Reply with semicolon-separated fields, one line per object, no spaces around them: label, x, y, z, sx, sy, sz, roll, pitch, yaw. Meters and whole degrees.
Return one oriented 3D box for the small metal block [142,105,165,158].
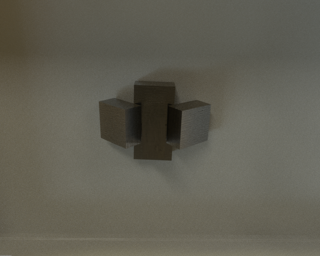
small metal block;-0.007;0.003;0.370;0.025;0.050;0.050;0;110;-1

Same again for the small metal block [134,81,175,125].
small metal block;-0.008;-0.032;0.396;0.050;0.025;0.050;2;110;-2

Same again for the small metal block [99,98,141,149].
small metal block;-0.051;-0.007;0.392;0.050;0.025;0.050;19;117;39

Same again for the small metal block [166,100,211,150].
small metal block;0.036;-0.005;0.395;0.050;0.025;0.050;-15;116;-37

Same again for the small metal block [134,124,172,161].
small metal block;-0.009;0.015;0.414;0.050;0.025;0.050;2;110;-1
